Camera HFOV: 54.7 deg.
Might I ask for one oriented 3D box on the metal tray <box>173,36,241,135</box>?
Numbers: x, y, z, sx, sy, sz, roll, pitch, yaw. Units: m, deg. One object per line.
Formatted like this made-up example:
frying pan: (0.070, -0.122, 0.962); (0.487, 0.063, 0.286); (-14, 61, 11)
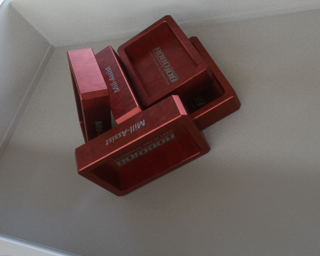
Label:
metal tray: (0.037, -0.057, 0.416); (0.090, 0.030, 0.130); (-31, 51, 10)

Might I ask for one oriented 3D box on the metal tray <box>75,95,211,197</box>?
metal tray: (-0.017, 0.026, 0.354); (0.130, 0.090, 0.030); (-29, 52, 10)

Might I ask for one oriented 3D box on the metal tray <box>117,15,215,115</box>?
metal tray: (0.003, -0.085, 0.411); (0.090, 0.030, 0.130); (-32, 51, 7)

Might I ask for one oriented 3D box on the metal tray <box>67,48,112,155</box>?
metal tray: (-0.087, -0.023, 0.396); (0.030, 0.129, 0.090); (-13, 50, -17)

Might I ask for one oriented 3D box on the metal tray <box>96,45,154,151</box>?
metal tray: (-0.038, -0.037, 0.402); (0.030, 0.090, 0.130); (-32, 52, 7)
